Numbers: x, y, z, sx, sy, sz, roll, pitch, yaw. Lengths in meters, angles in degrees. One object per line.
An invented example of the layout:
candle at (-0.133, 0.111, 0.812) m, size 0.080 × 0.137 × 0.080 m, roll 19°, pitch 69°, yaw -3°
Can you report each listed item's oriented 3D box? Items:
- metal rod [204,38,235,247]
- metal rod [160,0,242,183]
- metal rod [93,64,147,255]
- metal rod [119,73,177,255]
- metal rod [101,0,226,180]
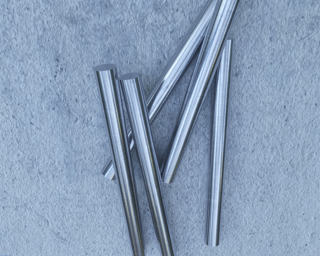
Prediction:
metal rod at (0.079, 0.033, 0.422) m, size 0.025 × 0.025 × 0.298 m, roll -1°, pitch 110°, yaw 0°
metal rod at (0.049, -0.058, 0.371) m, size 0.025 × 0.025 × 0.298 m, roll 15°, pitch 116°, yaw -6°
metal rod at (-0.046, 0.063, 0.408) m, size 0.025 × 0.025 × 0.298 m, roll -5°, pitch 119°, yaw 2°
metal rod at (-0.010, 0.072, 0.418) m, size 0.025 × 0.025 × 0.298 m, roll -9°, pitch 117°, yaw 3°
metal rod at (0.008, -0.055, 0.389) m, size 0.025 × 0.025 × 0.299 m, roll 30°, pitch 107°, yaw -11°
